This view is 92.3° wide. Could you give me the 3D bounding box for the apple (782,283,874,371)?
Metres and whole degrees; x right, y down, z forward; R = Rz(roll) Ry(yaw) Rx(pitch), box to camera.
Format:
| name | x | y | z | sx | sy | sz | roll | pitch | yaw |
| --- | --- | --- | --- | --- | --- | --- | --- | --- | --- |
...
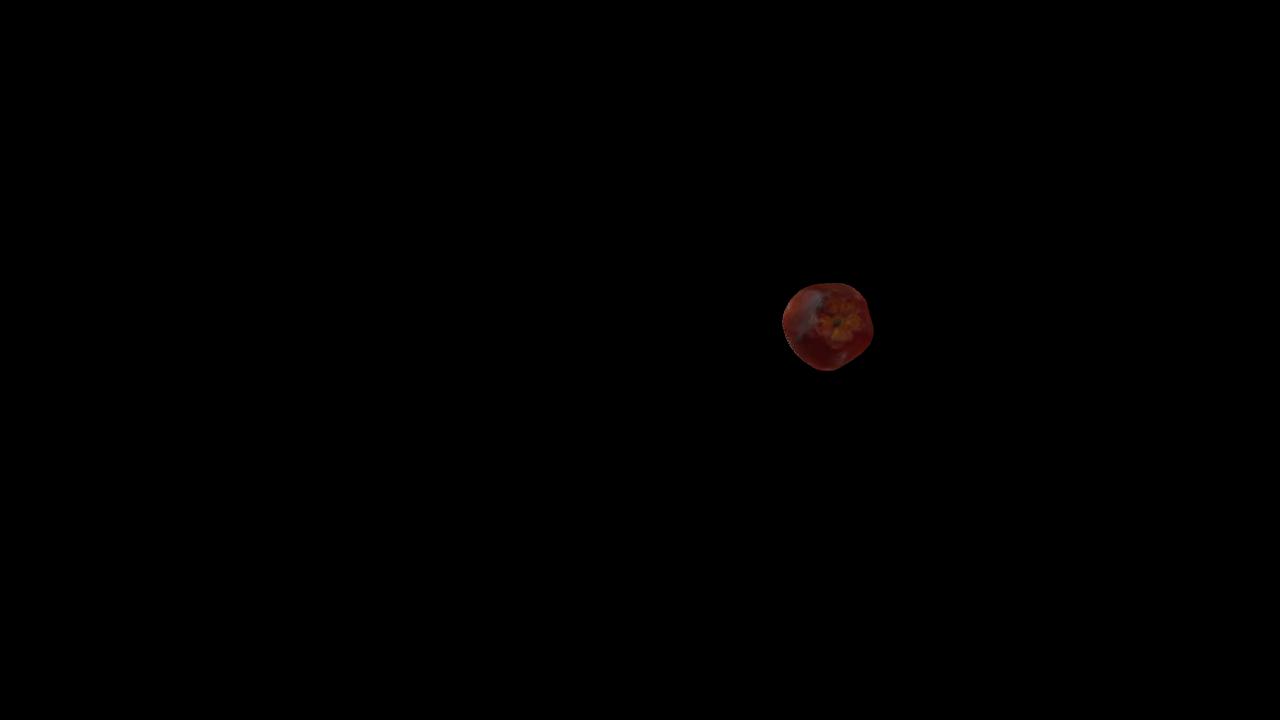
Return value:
| name | x | y | z | sx | sy | sz | roll | pitch | yaw |
| --- | --- | --- | --- | --- | --- | --- | --- | --- | --- |
| apple | 0.166 | -0.030 | 0.543 | 0.079 | 0.079 | 0.093 | 0 | 1 | 2 |
